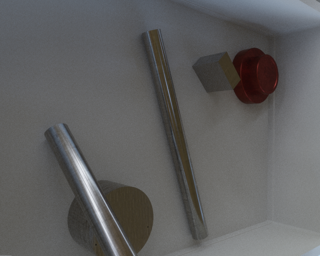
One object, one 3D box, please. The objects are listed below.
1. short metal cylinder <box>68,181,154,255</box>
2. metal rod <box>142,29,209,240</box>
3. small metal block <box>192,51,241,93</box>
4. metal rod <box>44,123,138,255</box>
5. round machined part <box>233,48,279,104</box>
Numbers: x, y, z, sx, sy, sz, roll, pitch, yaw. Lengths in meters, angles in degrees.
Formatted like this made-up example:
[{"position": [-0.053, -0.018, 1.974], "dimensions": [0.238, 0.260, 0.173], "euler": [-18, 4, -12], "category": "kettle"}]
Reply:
[{"position": [-0.054, 0.102, 0.347], "dimensions": [0.081, 0.050, 0.079], "euler": [0, 90, -40], "category": "short metal cylinder"}, {"position": [0.024, 0.017, 0.428], "dimensions": [0.025, 0.025, 0.298], "euler": [-24, 105, -38], "category": "metal rod"}, {"position": [0.084, -0.082, 0.463], "dimensions": [0.025, 0.050, 0.050], "euler": [-50, 120, -28], "category": "small metal block"}, {"position": [-0.030, 0.122, 0.276], "dimensions": [0.025, 0.025, 0.299], "euler": [-18, 67, -39], "category": "metal rod"}, {"position": [0.171, -0.092, 0.542], "dimensions": [0.099, 0.042, 0.097], "euler": [0, 90, -40], "category": "round machined part"}]
